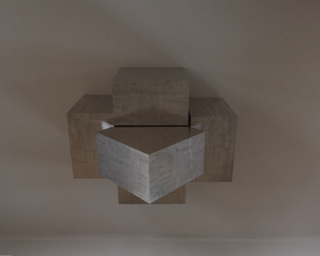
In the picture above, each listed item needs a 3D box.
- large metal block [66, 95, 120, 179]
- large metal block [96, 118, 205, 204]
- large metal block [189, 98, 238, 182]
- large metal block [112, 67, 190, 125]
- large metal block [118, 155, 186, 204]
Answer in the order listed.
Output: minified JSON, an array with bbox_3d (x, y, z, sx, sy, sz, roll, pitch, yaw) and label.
[{"bbox_3d":[-0.075,0.008,0.383,0.050,0.080,0.079,0,110,0],"label":"large metal block"},{"bbox_3d":[-0.010,0.027,0.330,0.081,0.080,0.050,-19,117,-42],"label":"large metal block"},{"bbox_3d":[0.058,0.012,0.383,0.050,0.080,0.079,0,110,-1],"label":"large metal block"},{"bbox_3d":[-0.010,-0.040,0.366,0.081,0.080,0.050,0,110,0],"label":"large metal block"},{"bbox_3d":[-0.009,0.054,0.401,0.081,0.080,0.050,0,110,0],"label":"large metal block"}]
